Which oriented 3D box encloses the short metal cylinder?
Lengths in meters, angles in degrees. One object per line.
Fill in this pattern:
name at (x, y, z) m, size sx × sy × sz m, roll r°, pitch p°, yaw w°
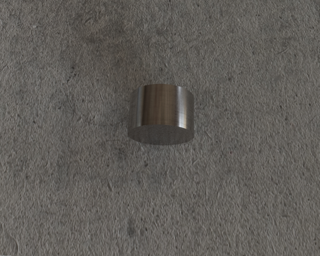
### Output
short metal cylinder at (0.002, -0.014, 0.384) m, size 0.080 × 0.080 × 0.050 m, roll 2°, pitch 70°, yaw 1°
